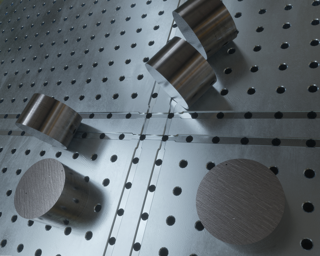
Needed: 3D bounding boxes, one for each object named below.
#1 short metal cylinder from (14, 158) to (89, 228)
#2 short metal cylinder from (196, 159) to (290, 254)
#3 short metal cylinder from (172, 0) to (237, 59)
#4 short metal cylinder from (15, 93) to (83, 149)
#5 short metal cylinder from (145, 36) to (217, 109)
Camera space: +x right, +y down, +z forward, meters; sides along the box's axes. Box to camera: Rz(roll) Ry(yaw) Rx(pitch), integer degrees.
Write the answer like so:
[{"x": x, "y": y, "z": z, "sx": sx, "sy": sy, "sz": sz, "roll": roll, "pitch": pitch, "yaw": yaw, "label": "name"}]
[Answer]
[{"x": -0.143, "y": 0.087, "z": 0.412, "sx": 0.080, "sy": 0.050, "sz": 0.080, "roll": -13, "pitch": 56, "yaw": 20, "label": "short metal cylinder"}, {"x": 0.081, "y": 0.076, "z": 0.302, "sx": 0.080, "sy": 0.050, "sz": 0.080, "roll": -13, "pitch": 56, "yaw": 21, "label": "short metal cylinder"}, {"x": 0.061, "y": -0.142, "z": 0.427, "sx": 0.050, "sy": 0.080, "sz": 0.080, "roll": -37, "pitch": 51, "yaw": 4, "label": "short metal cylinder"}, {"x": -0.164, "y": -0.009, "z": 0.462, "sx": 0.080, "sy": 0.080, "sz": 0.050, "roll": 12, "pitch": 68, "yaw": 33, "label": "short metal cylinder"}, {"x": 0.027, "y": -0.071, "z": 0.401, "sx": 0.050, "sy": 0.080, "sz": 0.080, "roll": -44, "pitch": 51, "yaw": -2, "label": "short metal cylinder"}]
